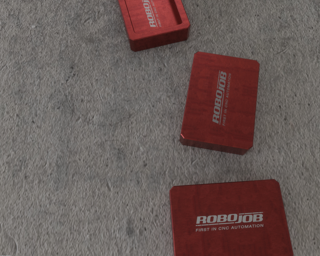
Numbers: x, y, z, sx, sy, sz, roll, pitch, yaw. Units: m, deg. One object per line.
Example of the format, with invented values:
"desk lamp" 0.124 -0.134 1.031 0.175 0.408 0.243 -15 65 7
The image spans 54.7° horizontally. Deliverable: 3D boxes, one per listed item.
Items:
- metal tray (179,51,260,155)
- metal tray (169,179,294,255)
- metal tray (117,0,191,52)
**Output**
"metal tray" 0.081 -0.035 0.419 0.090 0.030 0.130 10 70 3
"metal tray" 0.079 0.111 0.365 0.131 0.030 0.090 -4 70 -2
"metal tray" -0.016 -0.186 0.473 0.091 0.030 0.130 -14 71 -6
